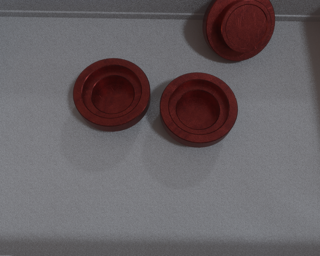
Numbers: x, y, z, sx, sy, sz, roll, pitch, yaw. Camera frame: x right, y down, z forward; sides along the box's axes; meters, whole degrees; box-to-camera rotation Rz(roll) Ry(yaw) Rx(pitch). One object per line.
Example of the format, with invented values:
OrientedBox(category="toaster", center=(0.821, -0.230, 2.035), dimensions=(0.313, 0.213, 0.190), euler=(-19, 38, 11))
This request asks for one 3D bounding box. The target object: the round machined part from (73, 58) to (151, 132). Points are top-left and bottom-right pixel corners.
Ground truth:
OrientedBox(category="round machined part", center=(-0.062, -0.041, 0.415), dimensions=(0.099, 0.042, 0.098), euler=(0, 70, -1))

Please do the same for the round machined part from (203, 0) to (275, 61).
OrientedBox(category="round machined part", center=(0.111, -0.140, 0.425), dimensions=(0.099, 0.042, 0.097), euler=(-3, 113, -6))

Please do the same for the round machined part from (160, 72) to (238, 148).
OrientedBox(category="round machined part", center=(0.049, -0.021, 0.409), dimensions=(0.099, 0.042, 0.098), euler=(0, 70, -1))
